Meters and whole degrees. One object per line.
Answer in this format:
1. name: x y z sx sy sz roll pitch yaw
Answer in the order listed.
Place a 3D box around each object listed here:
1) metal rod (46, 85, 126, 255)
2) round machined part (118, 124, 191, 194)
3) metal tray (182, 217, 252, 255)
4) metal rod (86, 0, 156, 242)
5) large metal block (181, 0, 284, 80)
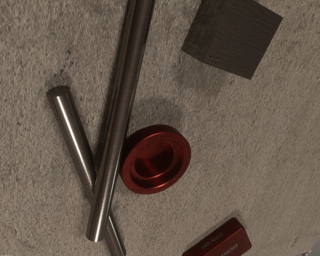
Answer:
1. metal rod: -0.087 0.081 0.410 0.025 0.025 0.298 -21 127 -16
2. round machined part: -0.011 0.038 0.415 0.099 0.042 0.097 -14 125 -21
3. metal tray: 0.117 0.248 0.624 0.130 0.030 0.090 -34 129 -7
4. metal rod: -0.051 0.003 0.361 0.025 0.025 0.298 3 111 -30
5. large metal block: 0.084 -0.112 0.369 0.081 0.050 0.079 11 113 -33
